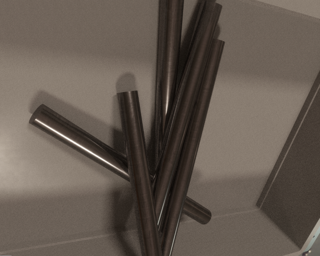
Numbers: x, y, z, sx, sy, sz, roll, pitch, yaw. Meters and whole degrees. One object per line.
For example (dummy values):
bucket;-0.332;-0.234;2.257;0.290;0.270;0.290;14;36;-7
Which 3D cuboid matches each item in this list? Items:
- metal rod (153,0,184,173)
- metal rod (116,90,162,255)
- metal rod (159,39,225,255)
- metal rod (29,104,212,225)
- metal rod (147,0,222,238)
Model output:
metal rod;0.007;-0.018;0.402;0.025;0.025;0.298;-11;123;-23
metal rod;-0.018;0.104;0.379;0.025;0.025;0.298;-11;96;-23
metal rod;0.035;0.035;0.406;0.025;0.025;0.298;7;101;-32
metal rod;-0.030;0.062;0.408;0.301;0.025;0.025;38;97;-32
metal rod;0.021;-0.001;0.383;0.025;0.025;0.298;8;103;-32
